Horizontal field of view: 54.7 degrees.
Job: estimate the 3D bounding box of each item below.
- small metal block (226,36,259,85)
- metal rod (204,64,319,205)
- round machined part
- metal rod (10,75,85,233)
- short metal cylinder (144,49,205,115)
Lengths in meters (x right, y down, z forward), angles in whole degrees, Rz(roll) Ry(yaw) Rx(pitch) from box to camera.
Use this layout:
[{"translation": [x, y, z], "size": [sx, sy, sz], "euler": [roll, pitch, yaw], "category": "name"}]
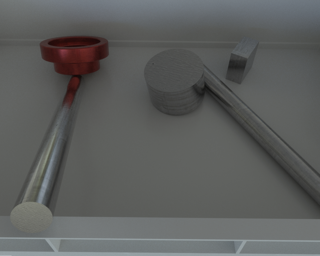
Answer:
[{"translation": [0.127, -0.105, 0.478], "size": [0.025, 0.050, 0.050], "euler": [25, 54, 19], "category": "small metal block"}, {"translation": [0.117, -0.014, 0.418], "size": [0.025, 0.025, 0.300], "euler": [-24, 54, -19], "category": "metal rod"}, {"translation": [-0.127, -0.110, 0.470], "size": [0.099, 0.042, 0.098], "euler": [1, 27, 0], "category": "round machined part"}, {"translation": [-0.103, -0.006, 0.329], "size": [0.025, 0.025, 0.300], "euler": [-7, 26, -6], "category": "metal rod"}, {"translation": [0.022, -0.065, 0.435], "size": [0.080, 0.050, 0.080], "euler": [-4, 56, 7], "category": "short metal cylinder"}]
